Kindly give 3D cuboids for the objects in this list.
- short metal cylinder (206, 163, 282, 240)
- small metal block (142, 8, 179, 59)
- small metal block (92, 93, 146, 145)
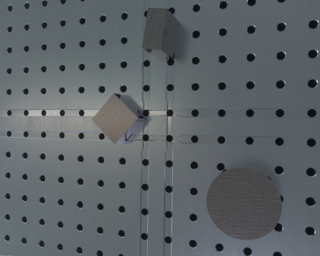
[{"bbox_3d":[0.099,0.083,0.364,0.080,0.050,0.079,0,90,19],"label":"short metal cylinder"},{"bbox_3d":[0.002,-0.120,0.399,0.025,0.050,0.050,10,94,20],"label":"small metal block"},{"bbox_3d":[-0.058,-0.013,0.433,0.050,0.025,0.050,46,104,14],"label":"small metal block"}]
